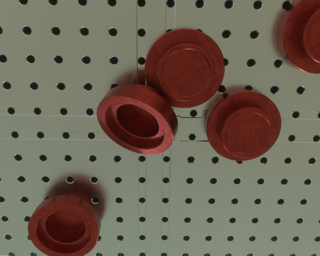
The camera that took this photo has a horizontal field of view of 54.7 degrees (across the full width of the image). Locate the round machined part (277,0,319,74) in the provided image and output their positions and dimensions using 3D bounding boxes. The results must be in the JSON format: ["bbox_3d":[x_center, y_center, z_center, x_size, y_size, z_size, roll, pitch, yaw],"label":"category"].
[{"bbox_3d":[0.195,-0.112,0.366,0.099,0.042,0.097,0,110,-1],"label":"round machined part"}]

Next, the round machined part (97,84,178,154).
[{"bbox_3d":[-0.024,-0.015,0.383,0.098,0.042,0.097,14,139,13],"label":"round machined part"}]

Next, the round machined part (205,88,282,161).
[{"bbox_3d":[0.111,0.000,0.406,0.099,0.042,0.097,0,110,-1],"label":"round machined part"}]

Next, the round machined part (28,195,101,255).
[{"bbox_3d":[-0.136,0.139,0.454,0.099,0.042,0.097,0,110,-1],"label":"round machined part"}]

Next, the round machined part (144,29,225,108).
[{"bbox_3d":[0.030,-0.070,0.379,0.099,0.042,0.097,0,110,-1],"label":"round machined part"}]
